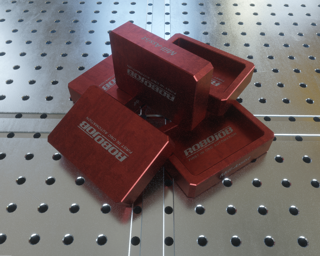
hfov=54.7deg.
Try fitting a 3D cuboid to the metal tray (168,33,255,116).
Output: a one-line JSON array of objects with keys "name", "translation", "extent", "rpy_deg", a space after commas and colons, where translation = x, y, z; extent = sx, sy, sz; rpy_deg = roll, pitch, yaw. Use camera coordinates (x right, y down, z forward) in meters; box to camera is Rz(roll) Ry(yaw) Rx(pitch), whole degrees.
[{"name": "metal tray", "translation": [0.052, -0.079, 0.432], "extent": [0.130, 0.030, 0.090], "rpy_deg": [29, 56, 22]}]

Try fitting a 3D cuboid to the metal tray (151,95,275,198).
[{"name": "metal tray", "translation": [0.064, 0.017, 0.389], "extent": [0.131, 0.030, 0.090], "rpy_deg": [-27, 55, -21]}]

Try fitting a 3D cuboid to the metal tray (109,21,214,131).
[{"name": "metal tray", "translation": [-0.002, -0.063, 0.378], "extent": [0.130, 0.089, 0.030], "rpy_deg": [33, 58, 24]}]

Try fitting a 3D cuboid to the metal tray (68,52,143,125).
[{"name": "metal tray", "translation": [-0.056, -0.068, 0.460], "extent": [0.090, 0.030, 0.131], "rpy_deg": [32, 56, 23]}]

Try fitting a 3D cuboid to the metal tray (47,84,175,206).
[{"name": "metal tray", "translation": [-0.059, 0.017, 0.365], "extent": [0.130, 0.030, 0.090], "rpy_deg": [35, 83, 25]}]
